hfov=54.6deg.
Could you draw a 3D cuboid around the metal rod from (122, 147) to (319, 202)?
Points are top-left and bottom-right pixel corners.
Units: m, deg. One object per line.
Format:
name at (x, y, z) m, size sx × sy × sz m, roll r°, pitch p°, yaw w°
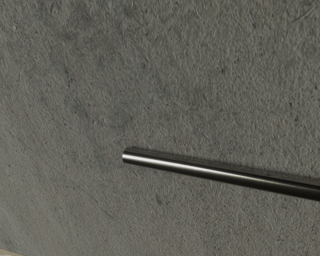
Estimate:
metal rod at (0.087, 0.059, 0.397) m, size 0.300 × 0.025 × 0.025 m, roll 8°, pitch 122°, yaw 24°
